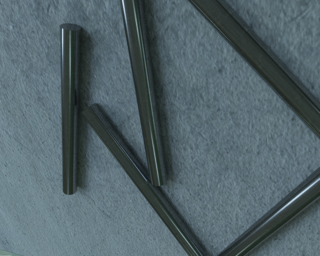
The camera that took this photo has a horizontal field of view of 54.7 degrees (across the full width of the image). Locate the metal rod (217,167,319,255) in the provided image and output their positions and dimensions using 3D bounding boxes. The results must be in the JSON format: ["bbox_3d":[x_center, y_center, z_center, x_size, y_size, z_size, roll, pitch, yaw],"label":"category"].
[{"bbox_3d":[0.134,0.145,0.425,0.025,0.025,0.298,34,129,6],"label":"metal rod"}]

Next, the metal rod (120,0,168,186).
[{"bbox_3d":[-0.019,-0.053,0.382,0.025,0.025,0.298,6,121,24],"label":"metal rod"}]

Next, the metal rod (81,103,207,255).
[{"bbox_3d":[-0.019,0.091,0.471,0.025,0.025,0.299,-26,105,37],"label":"metal rod"}]

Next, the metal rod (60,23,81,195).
[{"bbox_3d":[-0.137,-0.007,0.471,0.025,0.025,0.298,22,127,14],"label":"metal rod"}]

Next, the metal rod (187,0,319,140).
[{"bbox_3d":[0.107,-0.063,0.310,0.300,0.025,0.025,45,129,-4],"label":"metal rod"}]
